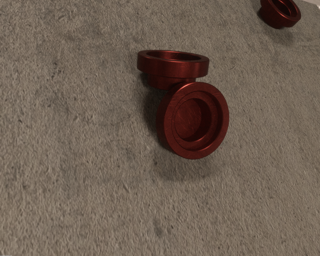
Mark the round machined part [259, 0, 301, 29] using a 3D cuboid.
[{"bbox_3d":[0.266,-0.264,0.701,0.099,0.042,0.098,14,56,-21],"label":"round machined part"}]

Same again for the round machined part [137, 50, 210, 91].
[{"bbox_3d":[0.017,-0.080,0.432,0.099,0.042,0.098,5,22,-2],"label":"round machined part"}]

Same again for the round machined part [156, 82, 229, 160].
[{"bbox_3d":[0.038,-0.011,0.402,0.099,0.042,0.097,-5,101,-27],"label":"round machined part"}]
